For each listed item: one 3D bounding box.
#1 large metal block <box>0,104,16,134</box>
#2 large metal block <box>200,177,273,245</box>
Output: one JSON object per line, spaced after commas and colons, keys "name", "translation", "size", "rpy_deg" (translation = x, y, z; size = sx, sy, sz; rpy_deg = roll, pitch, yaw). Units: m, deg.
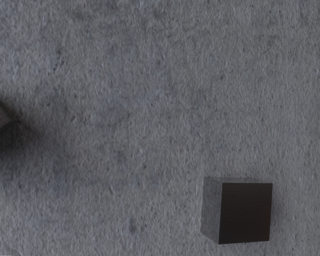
{"name": "large metal block", "translation": [-0.197, 0.000, 0.307], "size": [0.080, 0.080, 0.050], "rpy_deg": [-42, 104, -15]}
{"name": "large metal block", "translation": [0.107, 0.113, 0.437], "size": [0.081, 0.050, 0.080], "rpy_deg": [4, 89, -20]}
